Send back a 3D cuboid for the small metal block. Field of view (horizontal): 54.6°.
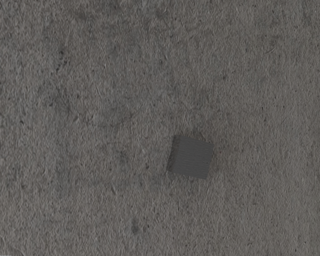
[{"bbox_3d":[0.041,0.040,0.424,0.050,0.025,0.050,15,85,-20],"label":"small metal block"}]
